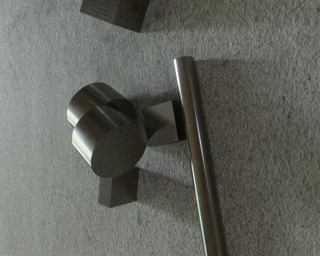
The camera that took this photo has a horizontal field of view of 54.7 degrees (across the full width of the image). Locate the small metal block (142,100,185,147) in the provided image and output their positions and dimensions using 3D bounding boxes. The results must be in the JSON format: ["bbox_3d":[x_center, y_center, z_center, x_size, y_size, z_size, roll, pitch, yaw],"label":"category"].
[{"bbox_3d":[0.007,-0.005,0.399,0.050,0.025,0.050,-15,81,39],"label":"small metal block"}]

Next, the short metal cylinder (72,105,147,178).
[{"bbox_3d":[-0.064,0.017,0.396,0.050,0.081,0.079,39,114,38],"label":"short metal cylinder"}]

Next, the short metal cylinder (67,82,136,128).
[{"bbox_3d":[-0.082,-0.017,0.437,0.050,0.081,0.079,38,113,33],"label":"short metal cylinder"}]

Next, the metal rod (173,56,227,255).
[{"bbox_3d":[0.051,0.063,0.362,0.025,0.025,0.298,-14,81,39],"label":"metal rod"}]

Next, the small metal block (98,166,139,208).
[{"bbox_3d":[-0.058,0.080,0.436,0.025,0.050,0.050,9,96,40],"label":"small metal block"}]

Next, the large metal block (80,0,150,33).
[{"bbox_3d":[-0.060,-0.189,0.439,0.080,0.050,0.079,31,109,35],"label":"large metal block"}]
